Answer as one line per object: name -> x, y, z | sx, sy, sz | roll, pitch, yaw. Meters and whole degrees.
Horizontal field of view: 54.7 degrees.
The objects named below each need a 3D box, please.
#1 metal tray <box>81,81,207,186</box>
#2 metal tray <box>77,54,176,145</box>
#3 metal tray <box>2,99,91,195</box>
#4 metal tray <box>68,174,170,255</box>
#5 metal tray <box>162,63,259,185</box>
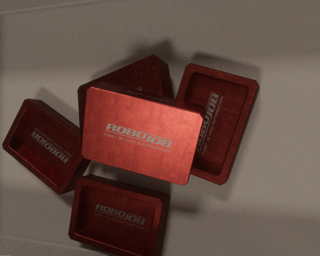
metal tray -> -0.021, 0.006, 0.356 | 0.131, 0.030, 0.089 | 14, 113, 8
metal tray -> -0.047, -0.030, 0.403 | 0.130, 0.030, 0.090 | -17, 70, 26
metal tray -> -0.166, 0.026, 0.464 | 0.130, 0.030, 0.090 | 34, 101, 16
metal tray -> -0.058, 0.122, 0.426 | 0.130, 0.030, 0.089 | 10, 93, 19
metal tray -> 0.059, -0.006, 0.386 | 0.090, 0.030, 0.129 | 19, 96, 18
